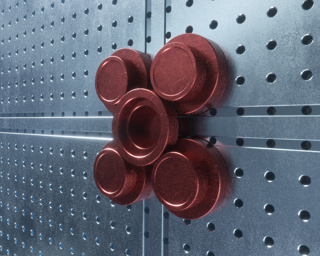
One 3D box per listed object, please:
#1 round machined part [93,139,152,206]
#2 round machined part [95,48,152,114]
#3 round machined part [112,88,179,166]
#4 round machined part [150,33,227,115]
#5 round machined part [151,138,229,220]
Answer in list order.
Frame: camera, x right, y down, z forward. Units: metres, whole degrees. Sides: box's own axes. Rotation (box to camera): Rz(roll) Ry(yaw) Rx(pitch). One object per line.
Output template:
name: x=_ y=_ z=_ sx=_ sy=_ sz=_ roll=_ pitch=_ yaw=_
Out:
round machined part: x=-0.058 y=0.062 z=0.444 sx=0.098 sy=0.042 sz=0.097 roll=0 pitch=90 yaw=39
round machined part: x=-0.055 y=-0.065 z=0.440 sx=0.098 sy=0.042 sz=0.097 roll=0 pitch=90 yaw=39
round machined part: x=-0.014 y=-0.001 z=0.406 sx=0.098 sy=0.042 sz=0.097 roll=0 pitch=90 yaw=39
round machined part: x=0.027 y=-0.065 z=0.374 sx=0.098 sy=0.042 sz=0.097 roll=0 pitch=90 yaw=39
round machined part: x=0.028 y=0.061 z=0.372 sx=0.098 sy=0.042 sz=0.097 roll=0 pitch=90 yaw=39
